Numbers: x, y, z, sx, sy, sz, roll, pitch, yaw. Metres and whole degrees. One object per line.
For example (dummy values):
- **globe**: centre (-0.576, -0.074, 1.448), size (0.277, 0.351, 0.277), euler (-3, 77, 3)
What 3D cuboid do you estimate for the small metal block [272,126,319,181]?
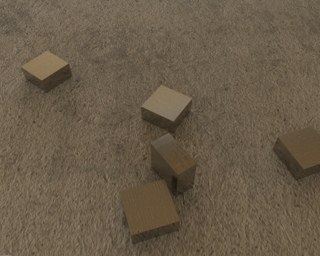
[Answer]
- **small metal block**: centre (0.177, 0.030, 0.379), size (0.050, 0.025, 0.050), euler (-16, 52, -13)

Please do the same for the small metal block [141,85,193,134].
- **small metal block**: centre (0.010, -0.027, 0.425), size (0.050, 0.025, 0.050), euler (26, 55, 20)

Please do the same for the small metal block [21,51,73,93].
- **small metal block**: centre (-0.173, -0.087, 0.475), size (0.050, 0.025, 0.050), euler (31, 57, 23)

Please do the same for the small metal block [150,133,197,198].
- **small metal block**: centre (0.014, 0.042, 0.351), size (0.025, 0.050, 0.050), euler (-28, 56, -22)

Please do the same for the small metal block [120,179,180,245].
- **small metal block**: centre (-0.011, 0.088, 0.329), size (0.050, 0.025, 0.050), euler (-13, 51, -11)
